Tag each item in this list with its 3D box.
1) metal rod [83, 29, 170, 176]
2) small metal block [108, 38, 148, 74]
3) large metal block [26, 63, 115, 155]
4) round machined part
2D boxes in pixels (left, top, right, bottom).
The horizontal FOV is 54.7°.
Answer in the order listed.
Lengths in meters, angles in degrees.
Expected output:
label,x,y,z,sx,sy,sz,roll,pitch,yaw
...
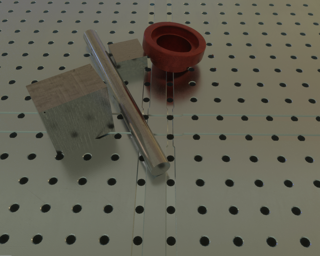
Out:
label,x,y,z,sx,sy,sz,roll,pitch,yaw
metal rod,-0.060,-0.056,0.454,0.025,0.025,0.300,-19,53,-15
small metal block,-0.052,-0.117,0.505,0.050,0.025,0.050,-16,52,-13
large metal block,-0.109,-0.023,0.390,0.081,0.080,0.050,-25,55,-20
round machined part,0.020,-0.126,0.495,0.099,0.042,0.098,7,47,-7
